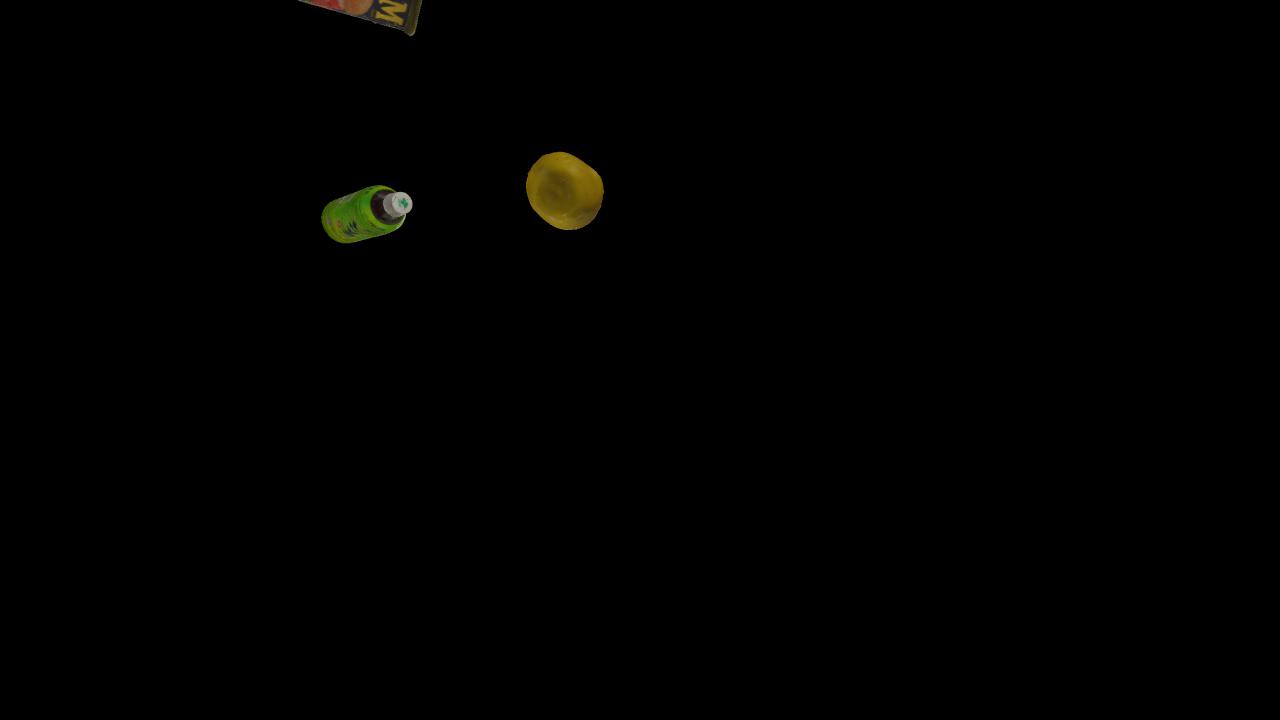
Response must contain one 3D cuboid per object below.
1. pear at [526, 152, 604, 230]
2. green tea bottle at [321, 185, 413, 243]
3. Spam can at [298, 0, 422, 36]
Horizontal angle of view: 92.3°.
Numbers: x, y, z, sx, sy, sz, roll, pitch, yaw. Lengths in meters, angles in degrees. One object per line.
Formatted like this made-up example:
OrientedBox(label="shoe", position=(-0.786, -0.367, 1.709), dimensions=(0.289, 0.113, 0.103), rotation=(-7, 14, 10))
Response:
OrientedBox(label="pear", position=(-0.070, -0.181, 0.651), dimensions=(0.080, 0.080, 0.111), rotation=(0, 20, 20))
OrientedBox(label="green tea bottle", position=(-0.402, -0.219, 0.914), dimensions=(0.073, 0.073, 0.212), rotation=(0, 1, -45))
OrientedBox(label="Spam can", position=(-0.191, -0.285, 0.418), dimensions=(0.085, 0.058, 0.101), rotation=(2, -23, -32))
